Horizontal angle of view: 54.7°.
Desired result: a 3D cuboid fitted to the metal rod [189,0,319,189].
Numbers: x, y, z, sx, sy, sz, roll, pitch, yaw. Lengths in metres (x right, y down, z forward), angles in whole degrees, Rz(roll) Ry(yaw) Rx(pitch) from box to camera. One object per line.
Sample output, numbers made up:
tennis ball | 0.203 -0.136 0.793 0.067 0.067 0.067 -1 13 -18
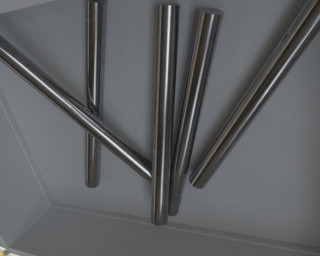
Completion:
metal rod | 0.103 -0.032 0.334 0.025 0.025 0.298 32 129 7

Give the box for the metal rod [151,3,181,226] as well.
metal rod | 0.004 0.003 0.391 0.025 0.025 0.298 13 119 21

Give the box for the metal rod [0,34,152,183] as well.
metal rod | -0.117 -0.027 0.415 0.300 0.025 0.025 41 130 -13

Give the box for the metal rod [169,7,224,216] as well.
metal rod | 0.034 0.005 0.393 0.025 0.025 0.298 20 126 16

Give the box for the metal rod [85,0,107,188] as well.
metal rod | -0.094 -0.027 0.441 0.025 0.025 0.298 21 127 15
